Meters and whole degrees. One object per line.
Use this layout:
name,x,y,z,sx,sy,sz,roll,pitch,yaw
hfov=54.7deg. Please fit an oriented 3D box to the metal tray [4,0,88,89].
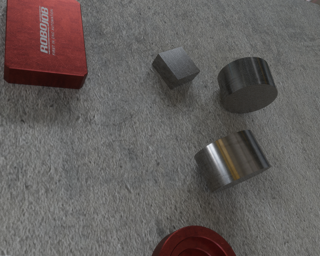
metal tray,-0.145,-0.114,0.392,0.091,0.030,0.130,2,61,-27

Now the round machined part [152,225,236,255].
round machined part,0.032,0.154,0.316,0.099,0.042,0.098,14,56,-21

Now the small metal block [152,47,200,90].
small metal block,0.025,-0.092,0.473,0.050,0.025,0.050,-27,77,-37

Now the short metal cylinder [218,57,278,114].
short metal cylinder,0.134,-0.064,0.480,0.081,0.080,0.050,7,59,-25

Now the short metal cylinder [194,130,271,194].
short metal cylinder,0.090,0.043,0.391,0.081,0.080,0.050,-11,68,-33
